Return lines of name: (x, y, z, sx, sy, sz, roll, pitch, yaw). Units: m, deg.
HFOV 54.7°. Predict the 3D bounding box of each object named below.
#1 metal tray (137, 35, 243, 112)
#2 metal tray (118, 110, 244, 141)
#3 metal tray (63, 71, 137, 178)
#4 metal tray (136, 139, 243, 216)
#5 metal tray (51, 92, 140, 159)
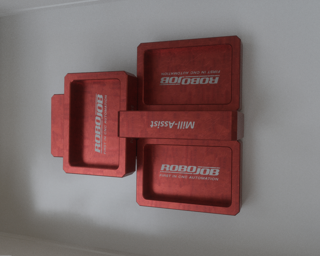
metal tray: (0.036, -0.064, 0.393, 0.130, 0.030, 0.089, 1, 90, 19)
metal tray: (0.028, -0.004, 0.363, 0.130, 0.090, 0.030, 1, 91, 19)
metal tray: (-0.078, -0.005, 0.399, 0.090, 0.030, 0.129, 1, 90, 19)
metal tray: (0.036, 0.057, 0.393, 0.130, 0.030, 0.089, 1, 90, 19)
metal tray: (-0.090, -0.003, 0.435, 0.130, 0.030, 0.089, 0, 90, 19)
